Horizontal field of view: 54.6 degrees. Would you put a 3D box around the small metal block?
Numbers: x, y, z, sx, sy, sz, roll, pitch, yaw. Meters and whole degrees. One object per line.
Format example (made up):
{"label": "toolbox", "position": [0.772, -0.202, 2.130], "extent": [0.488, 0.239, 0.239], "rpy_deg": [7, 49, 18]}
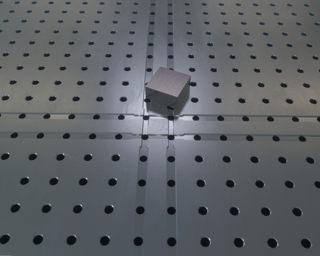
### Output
{"label": "small metal block", "position": [0.012, -0.060, 0.459], "extent": [0.050, 0.025, 0.050], "rpy_deg": [20, 53, 16]}
